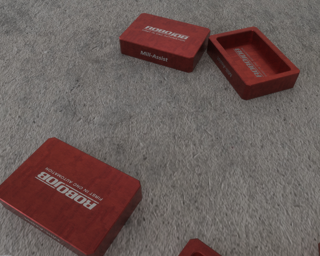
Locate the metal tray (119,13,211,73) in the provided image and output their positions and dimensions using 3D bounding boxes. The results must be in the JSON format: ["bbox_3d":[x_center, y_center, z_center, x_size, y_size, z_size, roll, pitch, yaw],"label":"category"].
[{"bbox_3d":[0.009,-0.147,0.523,0.130,0.030,0.090,19,53,15],"label":"metal tray"}]

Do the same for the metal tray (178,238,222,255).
[{"bbox_3d":[0.027,0.171,0.255,0.090,0.030,0.131,31,56,23],"label":"metal tray"}]

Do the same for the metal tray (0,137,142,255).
[{"bbox_3d":[-0.097,0.073,0.338,0.130,0.030,0.090,24,54,18],"label":"metal tray"}]

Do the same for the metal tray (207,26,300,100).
[{"bbox_3d":[0.142,-0.107,0.490,0.091,0.030,0.130,-15,52,-13],"label":"metal tray"}]
